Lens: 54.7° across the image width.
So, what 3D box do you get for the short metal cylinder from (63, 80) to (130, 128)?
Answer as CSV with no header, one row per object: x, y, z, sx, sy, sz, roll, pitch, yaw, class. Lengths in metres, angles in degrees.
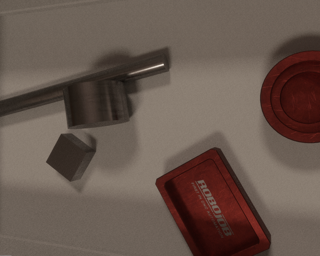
-0.084,-0.029,0.410,0.080,0.080,0.050,-9,87,19,short metal cylinder

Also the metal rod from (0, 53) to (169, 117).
-0.132,-0.057,0.455,0.301,0.025,0.025,-12,86,19,metal rod

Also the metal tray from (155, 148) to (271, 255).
0.064,0.100,0.384,0.090,0.030,0.130,-32,80,17,metal tray

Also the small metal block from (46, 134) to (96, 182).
-0.131,0.042,0.455,0.050,0.025,0.050,34,101,16,small metal block

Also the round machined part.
0.164,-0.033,0.344,0.098,0.042,0.097,0,90,19,round machined part
